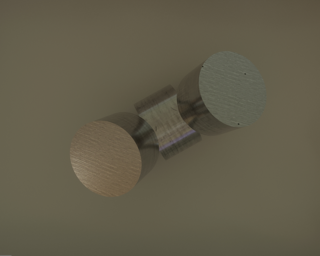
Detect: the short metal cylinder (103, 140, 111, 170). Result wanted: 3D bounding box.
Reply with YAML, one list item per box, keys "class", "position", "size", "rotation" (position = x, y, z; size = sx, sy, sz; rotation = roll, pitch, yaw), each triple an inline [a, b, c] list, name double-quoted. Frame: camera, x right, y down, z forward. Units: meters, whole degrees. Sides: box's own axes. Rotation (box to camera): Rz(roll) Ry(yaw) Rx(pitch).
- class: "short metal cylinder"
  position: [-0.048, 0.025, 0.397]
  size: [0.081, 0.050, 0.079]
  rotation: [0, 90, -1]

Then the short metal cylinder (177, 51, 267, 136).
- class: "short metal cylinder"
  position: [0.065, -0.035, 0.333]
  size: [0.081, 0.050, 0.080]
  rotation: [5, 77, -21]

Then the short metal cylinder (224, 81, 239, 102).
- class: "short metal cylinder"
  position: [0.067, -0.037, 0.398]
  size: [0.081, 0.050, 0.079]
  rotation: [0, 90, -1]

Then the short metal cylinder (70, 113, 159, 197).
- class: "short metal cylinder"
  position: [-0.047, 0.026, 0.332]
  size: [0.080, 0.050, 0.079]
  rotation: [4, 104, 18]

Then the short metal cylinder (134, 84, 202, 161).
- class: "short metal cylinder"
  position: [0.009, -0.007, 0.382]
  size: [0.050, 0.080, 0.080]
  rotation: [-30, 90, 0]
